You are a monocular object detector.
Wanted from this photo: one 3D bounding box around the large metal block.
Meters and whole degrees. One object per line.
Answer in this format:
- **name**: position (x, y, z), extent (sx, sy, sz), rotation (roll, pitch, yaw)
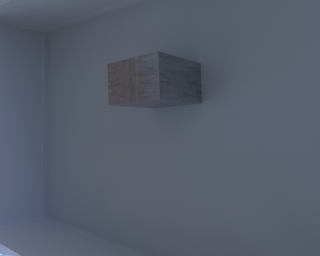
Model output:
- **large metal block**: position (-0.006, -0.053, 0.377), extent (0.080, 0.081, 0.050), rotation (-3, 88, 40)
